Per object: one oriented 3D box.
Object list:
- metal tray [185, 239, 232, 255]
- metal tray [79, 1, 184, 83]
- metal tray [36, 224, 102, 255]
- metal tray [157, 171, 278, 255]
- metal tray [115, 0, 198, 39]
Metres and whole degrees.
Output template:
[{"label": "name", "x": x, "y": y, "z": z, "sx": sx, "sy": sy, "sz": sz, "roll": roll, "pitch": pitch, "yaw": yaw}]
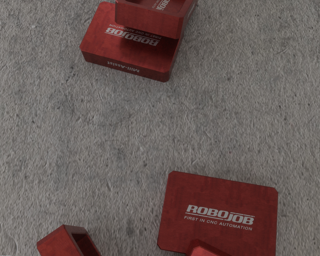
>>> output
[{"label": "metal tray", "x": 0.049, "y": 0.195, "z": 0.316, "sx": 0.090, "sy": 0.030, "sz": 0.130, "roll": 25, "pitch": 85, "yaw": 5}, {"label": "metal tray", "x": -0.038, "y": -0.126, "z": 0.451, "sx": 0.131, "sy": 0.030, "sz": 0.090, "roll": 16, "pitch": 71, "yaw": 5}, {"label": "metal tray", "x": -0.066, "y": 0.163, "z": 0.313, "sx": 0.030, "sy": 0.090, "sz": 0.130, "roll": -34, "pitch": 74, "yaw": -11}, {"label": "metal tray", "x": 0.068, "y": 0.107, "z": 0.367, "sx": 0.131, "sy": 0.030, "sz": 0.090, "roll": 9, "pitch": 70, "yaw": 3}, {"label": "metal tray", "x": 0.001, "y": -0.179, "z": 0.441, "sx": 0.090, "sy": 0.030, "sz": 0.130, "roll": 17, "pitch": 45, "yaw": 6}]
